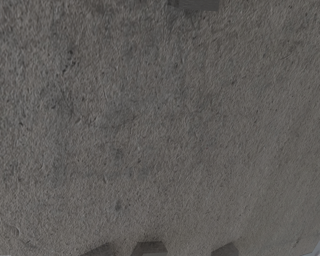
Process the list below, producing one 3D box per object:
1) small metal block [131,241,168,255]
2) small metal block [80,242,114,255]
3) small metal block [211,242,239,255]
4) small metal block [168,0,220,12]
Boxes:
[{"bbox_3d":[-0.022,0.224,0.533,0.050,0.025,0.050,12,112,-34],"label":"small metal block"},{"bbox_3d":[-0.096,0.215,0.488,0.050,0.025,0.050,-22,127,-16],"label":"small metal block"},{"bbox_3d":[0.137,0.275,0.652,0.050,0.025,0.050,-21,126,-16],"label":"small metal block"},{"bbox_3d":[0.040,-0.155,0.332,0.050,0.025,0.050,-6,121,-25],"label":"small metal block"}]
